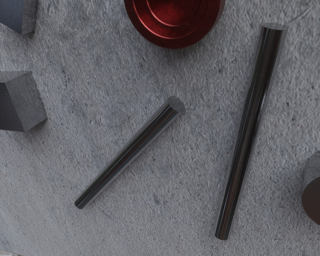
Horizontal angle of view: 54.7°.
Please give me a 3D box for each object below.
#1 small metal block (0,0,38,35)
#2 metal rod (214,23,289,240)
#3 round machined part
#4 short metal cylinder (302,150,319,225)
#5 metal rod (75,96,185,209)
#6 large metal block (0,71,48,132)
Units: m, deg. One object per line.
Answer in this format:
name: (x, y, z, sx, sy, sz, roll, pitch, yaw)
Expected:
small metal block: (-0.191, -0.159, 0.406, 0.050, 0.025, 0.050, 31, 128, 8)
metal rod: (0.099, 0.029, 0.371, 0.025, 0.025, 0.298, 16, 125, 18)
round machined part: (0.017, -0.131, 0.305, 0.098, 0.042, 0.097, 13, 124, 20)
short metal cylinder: (0.196, 0.065, 0.328, 0.080, 0.050, 0.079, 13, 124, 20)
metal rod: (-0.062, 0.054, 0.470, 0.025, 0.025, 0.298, 43, 129, -2)
large metal block: (-0.236, -0.043, 0.485, 0.080, 0.050, 0.079, 4, 121, 25)
